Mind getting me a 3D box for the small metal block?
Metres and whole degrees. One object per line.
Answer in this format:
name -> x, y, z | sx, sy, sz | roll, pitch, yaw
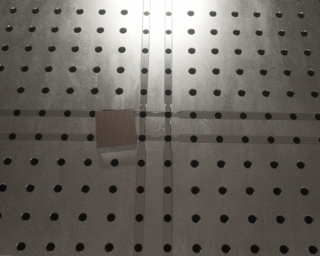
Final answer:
small metal block -> -0.057, 0.004, 0.410 | 0.050, 0.025, 0.050 | -6, 70, -3
